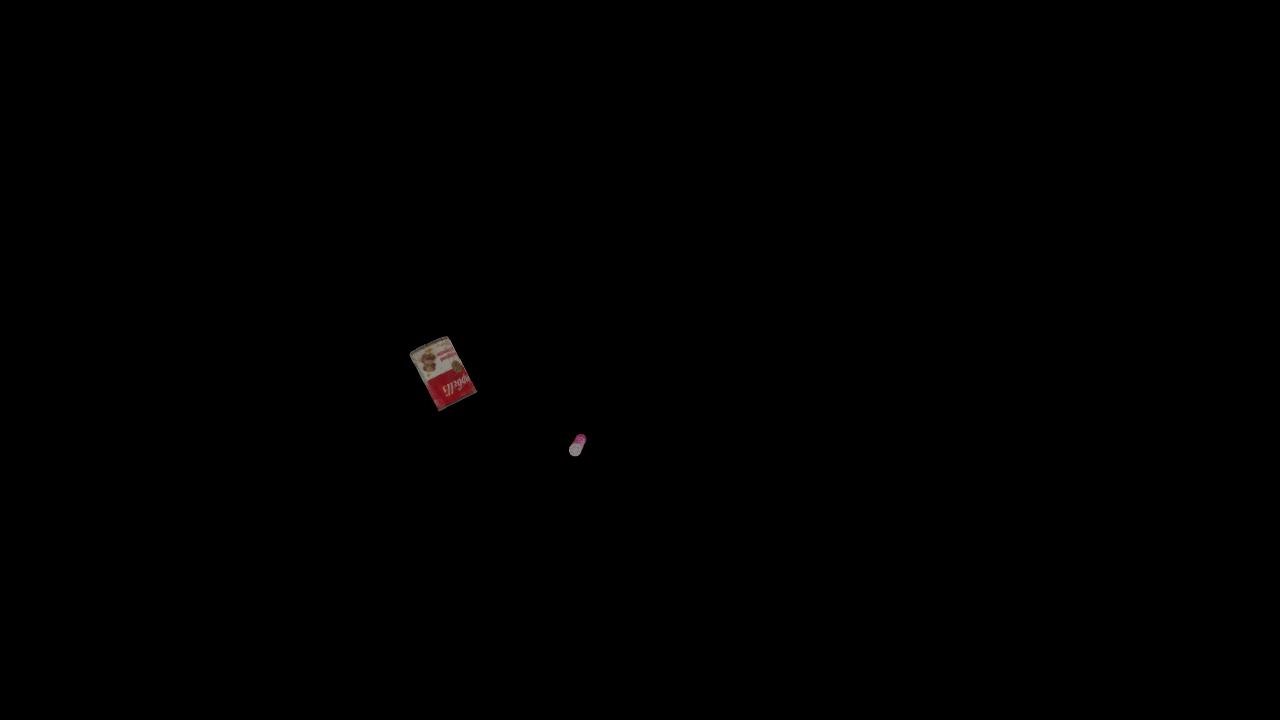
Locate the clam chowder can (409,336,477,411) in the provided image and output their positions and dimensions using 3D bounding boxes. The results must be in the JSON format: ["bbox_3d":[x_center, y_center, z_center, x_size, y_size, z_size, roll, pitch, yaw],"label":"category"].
[{"bbox_3d":[-0.313,0.021,0.977,0.068,0.102,0.068,-27,4,2],"label":"clam chowder can"}]

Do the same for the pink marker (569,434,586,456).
[{"bbox_3d":[-0.098,0.134,0.977,0.020,0.020,0.121,0,0,-1],"label":"pink marker"}]
